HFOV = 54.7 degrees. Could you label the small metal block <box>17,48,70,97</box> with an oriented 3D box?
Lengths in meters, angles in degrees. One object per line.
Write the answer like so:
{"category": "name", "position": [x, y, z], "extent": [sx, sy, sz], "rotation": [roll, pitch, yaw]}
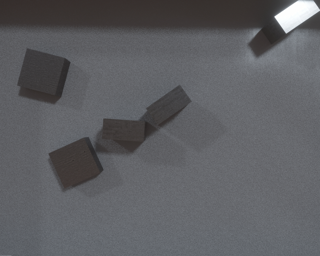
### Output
{"category": "small metal block", "position": [-0.153, -0.072, 0.410], "extent": [0.050, 0.025, 0.050], "rotation": [15, 90, 0]}

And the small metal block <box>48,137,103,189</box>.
{"category": "small metal block", "position": [-0.110, 0.045, 0.410], "extent": [0.050, 0.025, 0.050], "rotation": [-24, 90, 0]}

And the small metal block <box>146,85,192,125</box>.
{"category": "small metal block", "position": [0.011, -0.028, 0.399], "extent": [0.050, 0.050, 0.025], "rotation": [-35, 90, 0]}

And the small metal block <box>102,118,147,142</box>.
{"category": "small metal block", "position": [-0.044, 0.002, 0.398], "extent": [0.050, 0.050, 0.025], "rotation": [4, 90, 0]}

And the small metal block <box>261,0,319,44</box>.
{"category": "small metal block", "position": [0.166, -0.139, 0.400], "extent": [0.050, 0.050, 0.025], "rotation": [-34, 90, 0]}
